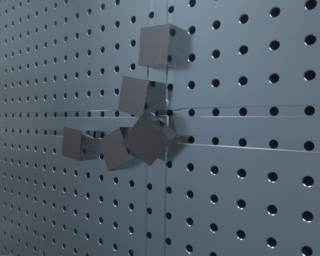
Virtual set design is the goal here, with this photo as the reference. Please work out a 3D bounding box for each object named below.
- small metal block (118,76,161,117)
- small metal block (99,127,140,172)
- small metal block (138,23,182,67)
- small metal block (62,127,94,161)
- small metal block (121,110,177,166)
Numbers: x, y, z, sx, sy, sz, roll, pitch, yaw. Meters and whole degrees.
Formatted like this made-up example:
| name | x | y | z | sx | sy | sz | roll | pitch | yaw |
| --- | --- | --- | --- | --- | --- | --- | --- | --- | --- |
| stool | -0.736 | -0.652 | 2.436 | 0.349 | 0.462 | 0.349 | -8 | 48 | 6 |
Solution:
| name | x | y | z | sx | sy | sz | roll | pitch | yaw |
| --- | --- | --- | --- | --- | --- | --- | --- | --- | --- |
| small metal block | -0.030 | -0.044 | 0.435 | 0.050 | 0.025 | 0.050 | 17 | 101 | 39 |
| small metal block | -0.059 | 0.032 | 0.460 | 0.050 | 0.025 | 0.050 | -31 | 71 | 36 |
| small metal block | 0.000 | -0.107 | 0.411 | 0.050 | 0.025 | 0.050 | 7 | 95 | 40 |
| small metal block | -0.140 | 0.026 | 0.527 | 0.050 | 0.025 | 0.050 | 10 | 96 | 39 |
| small metal block | -0.015 | 0.013 | 0.408 | 0.050 | 0.025 | 0.050 | 39 | 118 | -1 |
